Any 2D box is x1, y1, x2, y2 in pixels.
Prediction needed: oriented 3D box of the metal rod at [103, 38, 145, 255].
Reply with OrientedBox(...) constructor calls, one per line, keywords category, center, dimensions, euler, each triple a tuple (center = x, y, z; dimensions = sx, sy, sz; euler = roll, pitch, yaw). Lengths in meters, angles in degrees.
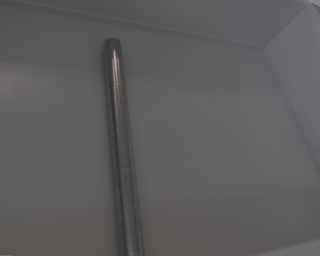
OrientedBox(category="metal rod", center=(-0.046, 0.012, 0.372), dimensions=(0.025, 0.025, 0.299), euler=(5, 59, -26))
